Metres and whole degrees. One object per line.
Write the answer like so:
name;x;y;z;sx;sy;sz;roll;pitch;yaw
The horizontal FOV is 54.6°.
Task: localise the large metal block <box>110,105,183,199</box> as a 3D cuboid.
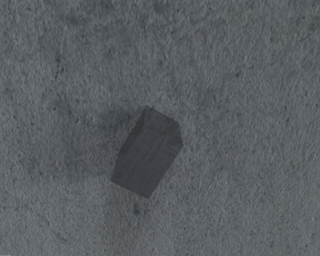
large metal block;-0.016;0.027;0.390;0.050;0.080;0.080;28;108;-10
